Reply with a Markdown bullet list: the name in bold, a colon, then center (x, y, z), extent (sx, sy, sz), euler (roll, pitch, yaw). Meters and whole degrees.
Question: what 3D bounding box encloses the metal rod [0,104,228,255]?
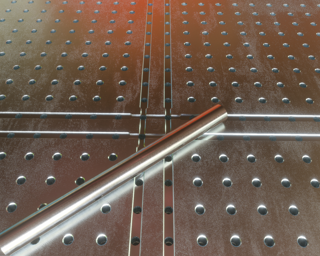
- **metal rod**: center (-0.036, 0.048, 0.366), extent (0.302, 0.025, 0.025), euler (-30, 56, -23)
